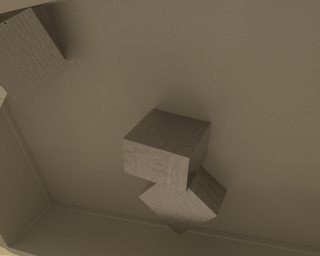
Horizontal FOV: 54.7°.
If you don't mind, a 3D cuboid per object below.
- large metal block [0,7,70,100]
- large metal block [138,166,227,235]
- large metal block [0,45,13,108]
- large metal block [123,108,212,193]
[{"bbox_3d":[-0.175,-0.095,0.390,0.080,0.080,0.050,61,169,-28],"label":"large metal block"},{"bbox_3d":[0.031,0.092,0.433,0.080,0.050,0.080,45,129,-3],"label":"large metal block"},{"bbox_3d":[-0.255,-0.084,0.434,0.081,0.080,0.050,17,139,-33],"label":"large metal block"},{"bbox_3d":[0.010,0.024,0.382,0.080,0.080,0.050,15,125,20],"label":"large metal block"}]
